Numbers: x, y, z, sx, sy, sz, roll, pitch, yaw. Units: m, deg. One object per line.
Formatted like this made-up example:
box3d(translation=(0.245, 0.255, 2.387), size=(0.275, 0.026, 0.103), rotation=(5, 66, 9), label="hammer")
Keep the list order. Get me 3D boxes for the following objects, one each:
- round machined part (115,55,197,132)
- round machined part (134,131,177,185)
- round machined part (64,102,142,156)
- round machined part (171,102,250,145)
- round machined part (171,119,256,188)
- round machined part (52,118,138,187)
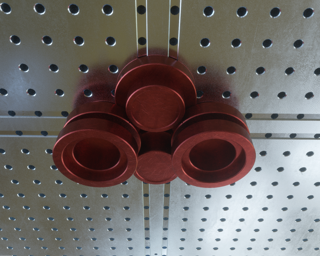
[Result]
box3d(translation=(-0.005, -0.033, 0.371), size=(0.099, 0.042, 0.097), rotation=(0, 130, 0), label="round machined part")
box3d(translation=(-0.005, 0.042, 0.435), size=(0.099, 0.042, 0.097), rotation=(0, 130, 0), label="round machined part")
box3d(translation=(-0.073, 0.005, 0.403), size=(0.099, 0.042, 0.097), rotation=(0, 130, 0), label="round machined part")
box3d(translation=(0.063, 0.005, 0.404), size=(0.099, 0.042, 0.097), rotation=(0, 130, 0), label="round machined part")
box3d(translation=(0.063, 0.027, 0.381), size=(0.099, 0.042, 0.097), rotation=(0, 130, 0), label="round machined part")
box3d(translation=(-0.076, 0.025, 0.378), size=(0.099, 0.042, 0.097), rotation=(0, 130, 0), label="round machined part")
